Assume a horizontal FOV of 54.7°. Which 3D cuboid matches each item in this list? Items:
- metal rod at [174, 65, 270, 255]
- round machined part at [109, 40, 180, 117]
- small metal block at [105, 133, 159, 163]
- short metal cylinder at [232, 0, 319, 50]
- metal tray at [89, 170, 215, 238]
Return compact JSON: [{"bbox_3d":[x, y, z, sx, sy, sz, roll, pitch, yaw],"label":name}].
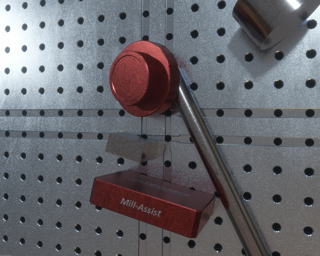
[{"bbox_3d":[0.074,0.058,0.385,0.025,0.025,0.299,-27,81,17],"label":"metal rod"},{"bbox_3d":[-0.027,-0.063,0.396,0.098,0.042,0.097,5,97,38],"label":"round machined part"},{"bbox_3d":[-0.036,0.024,0.411,0.050,0.050,0.025,16,96,19],"label":"small metal block"},{"bbox_3d":[0.127,-0.132,0.338,0.080,0.080,0.050,-39,78,15],"label":"short metal cylinder"},{"bbox_3d":[-0.006,0.087,0.378,0.130,0.090,0.030,13,93,19],"label":"metal tray"}]
